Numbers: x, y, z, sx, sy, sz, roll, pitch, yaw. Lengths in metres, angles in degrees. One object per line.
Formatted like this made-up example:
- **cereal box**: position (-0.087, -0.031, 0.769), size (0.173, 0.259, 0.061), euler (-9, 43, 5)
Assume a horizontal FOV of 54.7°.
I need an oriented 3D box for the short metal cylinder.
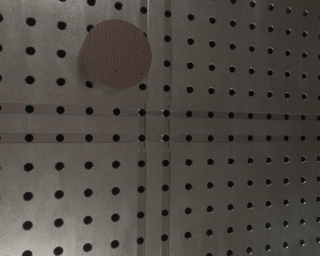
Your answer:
- **short metal cylinder**: position (-0.056, -0.085, 0.379), size (0.081, 0.050, 0.079), euler (0, 90, -21)
